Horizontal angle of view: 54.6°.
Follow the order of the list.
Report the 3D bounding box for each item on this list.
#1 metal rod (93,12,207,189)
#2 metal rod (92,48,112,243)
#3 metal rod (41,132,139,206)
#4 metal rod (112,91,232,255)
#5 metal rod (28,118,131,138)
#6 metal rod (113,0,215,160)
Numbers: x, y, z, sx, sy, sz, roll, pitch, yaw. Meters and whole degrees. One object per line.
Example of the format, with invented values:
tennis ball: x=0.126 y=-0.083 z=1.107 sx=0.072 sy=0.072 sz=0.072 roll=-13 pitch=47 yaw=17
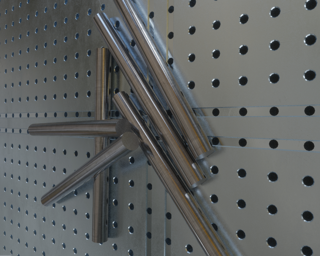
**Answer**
metal rod: x=-0.024 y=-0.053 z=0.430 sx=0.025 sy=0.025 sz=0.299 roll=-45 pitch=63 yaw=31
metal rod: x=-0.091 y=0.027 z=0.485 sx=0.025 sy=0.025 sz=0.298 roll=2 pitch=92 yaw=40
metal rod: x=-0.125 y=0.076 z=0.484 sx=0.299 sy=0.025 sz=0.025 roll=-34 pitch=69 yaw=44
metal rod: x=0.016 y=0.068 z=0.397 sx=0.025 sy=0.025 sz=0.299 roll=-48 pitch=62 yaw=29
metal rod: x=-0.149 y=0.002 z=0.509 sx=0.299 sy=0.025 sz=0.025 roll=-1 pitch=89 yaw=47
metal rod: x=-0.009 y=-0.094 z=0.417 sx=0.025 sy=0.025 sz=0.299 roll=-40 pitch=66 yaw=33
